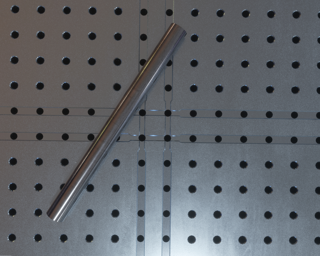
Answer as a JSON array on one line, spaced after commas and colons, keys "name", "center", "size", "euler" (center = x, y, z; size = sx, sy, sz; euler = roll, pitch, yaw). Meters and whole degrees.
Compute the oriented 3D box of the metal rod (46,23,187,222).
[{"name": "metal rod", "center": [-0.057, -0.007, 0.412], "size": [0.025, 0.025, 0.299], "euler": [33, 90, -1]}]
